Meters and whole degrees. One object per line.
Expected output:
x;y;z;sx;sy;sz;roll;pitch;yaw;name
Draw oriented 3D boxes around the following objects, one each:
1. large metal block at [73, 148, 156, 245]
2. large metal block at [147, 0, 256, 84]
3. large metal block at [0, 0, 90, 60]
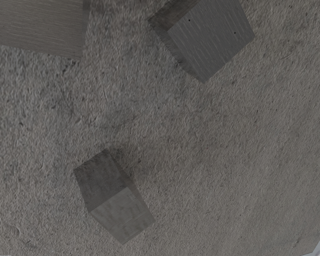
-0.058;0.086;0.393;0.050;0.080;0.080;-34;129;-6;large metal block
0.047;-0.111;0.347;0.080;0.050;0.080;-43;129;1;large metal block
-0.096;-0.102;0.235;0.081;0.050;0.080;9;158;-12;large metal block
